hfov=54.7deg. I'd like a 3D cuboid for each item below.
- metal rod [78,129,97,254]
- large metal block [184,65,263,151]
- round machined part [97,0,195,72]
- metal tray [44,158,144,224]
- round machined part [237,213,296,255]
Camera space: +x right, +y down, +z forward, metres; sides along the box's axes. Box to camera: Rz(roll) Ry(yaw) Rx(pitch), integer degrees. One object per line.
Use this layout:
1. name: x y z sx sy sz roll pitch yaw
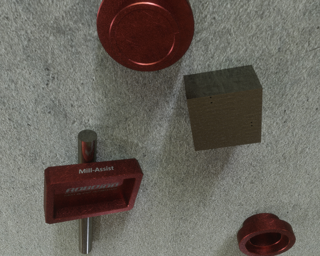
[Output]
1. metal rod: -0.121 0.122 0.509 0.025 0.025 0.298 7 130 -6
2. large metal block: 0.075 -0.023 0.373 0.080 0.050 0.080 -8 130 6
3. round machined part: -0.014 -0.099 0.312 0.099 0.042 0.097 -1 130 0
4. metal tray: -0.097 0.091 0.449 0.131 0.030 0.089 -3 132 -25
5. round machined part: 0.189 0.191 0.562 0.099 0.042 0.097 -1 130 0
